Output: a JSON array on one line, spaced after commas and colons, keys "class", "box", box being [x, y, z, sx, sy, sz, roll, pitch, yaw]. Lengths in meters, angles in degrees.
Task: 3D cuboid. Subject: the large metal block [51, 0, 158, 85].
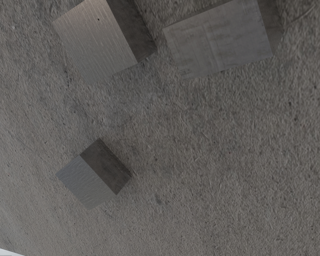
[{"class": "large metal block", "box": [-0.062, -0.106, 0.358, 0.080, 0.050, 0.080, -15, 111, 34]}]

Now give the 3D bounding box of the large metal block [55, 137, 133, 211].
[{"class": "large metal block", "box": [-0.105, 0.074, 0.492, 0.080, 0.050, 0.080, -35, 99, 38]}]

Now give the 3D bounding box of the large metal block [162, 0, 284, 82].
[{"class": "large metal block", "box": [0.061, -0.089, 0.284, 0.080, 0.080, 0.050, -11, 113, 33]}]
